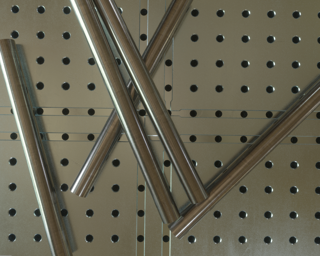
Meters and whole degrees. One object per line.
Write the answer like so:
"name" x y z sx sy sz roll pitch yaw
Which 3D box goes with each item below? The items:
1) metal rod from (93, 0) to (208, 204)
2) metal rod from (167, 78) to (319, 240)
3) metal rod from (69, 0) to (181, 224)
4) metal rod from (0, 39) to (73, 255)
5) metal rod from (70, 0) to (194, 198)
"metal rod" -0.015 -0.043 0.388 0.025 0.025 0.299 -26 93 0
"metal rod" 0.127 0.035 0.415 0.300 0.025 0.025 -44 91 -1
"metal rod" -0.041 -0.020 0.387 0.025 0.025 0.299 -22 96 0
"metal rod" -0.167 0.031 0.411 0.025 0.025 0.298 -15 90 0
"metal rod" -0.037 -0.045 0.412 0.025 0.025 0.299 28 90 -1
